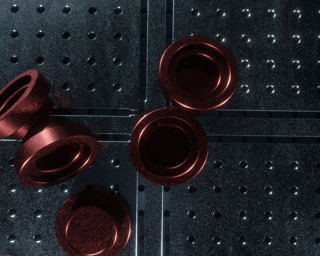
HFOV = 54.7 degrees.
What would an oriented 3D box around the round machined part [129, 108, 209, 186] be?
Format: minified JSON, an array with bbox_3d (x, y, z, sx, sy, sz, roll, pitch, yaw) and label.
[{"bbox_3d":[0.011,0.023,0.405,0.099,0.042,0.097,0,91,0],"label":"round machined part"}]

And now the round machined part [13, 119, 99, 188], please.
[{"bbox_3d":[-0.129,0.027,0.381,0.098,0.098,0.042,-36,64,0],"label":"round machined part"}]

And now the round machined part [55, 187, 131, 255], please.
[{"bbox_3d":[-0.088,0.130,0.404,0.099,0.042,0.097,0,90,-1],"label":"round machined part"}]

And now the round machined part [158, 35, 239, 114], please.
[{"bbox_3d":[0.047,-0.065,0.399,0.099,0.042,0.098,1,78,-5],"label":"round machined part"}]

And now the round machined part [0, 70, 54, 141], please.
[{"bbox_3d":[-0.172,-0.023,0.385,0.098,0.098,0.042,-41,127,0],"label":"round machined part"}]
